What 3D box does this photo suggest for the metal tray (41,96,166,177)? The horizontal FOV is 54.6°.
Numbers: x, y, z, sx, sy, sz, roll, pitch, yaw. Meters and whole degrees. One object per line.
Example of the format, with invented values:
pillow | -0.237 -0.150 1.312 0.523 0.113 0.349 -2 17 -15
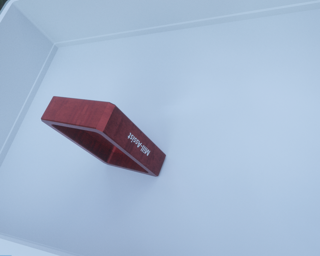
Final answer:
metal tray | -0.060 0.013 0.363 0.090 0.130 0.030 8 66 32
